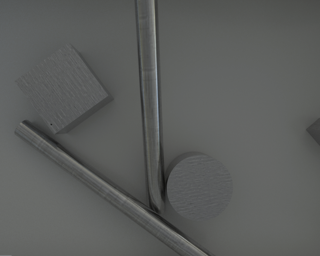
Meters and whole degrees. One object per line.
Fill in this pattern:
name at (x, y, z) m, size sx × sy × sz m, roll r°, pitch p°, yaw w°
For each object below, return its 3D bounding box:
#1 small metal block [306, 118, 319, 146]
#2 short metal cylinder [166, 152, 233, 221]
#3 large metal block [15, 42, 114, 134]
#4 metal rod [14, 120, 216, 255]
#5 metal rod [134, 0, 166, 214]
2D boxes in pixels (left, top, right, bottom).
small metal block at (0.227, 0.013, 0.402) m, size 0.025 × 0.050 × 0.050 m, roll -41°, pitch 91°, yaw 0°
short metal cylinder at (0.047, 0.072, 0.398) m, size 0.081 × 0.050 × 0.079 m, roll 0°, pitch 90°, yaw -3°
large metal block at (-0.119, -0.048, 0.397) m, size 0.080 × 0.050 × 0.080 m, roll -36°, pitch 90°, yaw 0°
metal rod at (-0.059, 0.084, 0.395) m, size 0.301 × 0.025 × 0.025 m, roll 35°, pitch 90°, yaw 5°
metal rod at (-0.011, -0.033, 0.367) m, size 0.025 × 0.025 × 0.298 m, roll -3°, pitch 108°, yaw 0°
